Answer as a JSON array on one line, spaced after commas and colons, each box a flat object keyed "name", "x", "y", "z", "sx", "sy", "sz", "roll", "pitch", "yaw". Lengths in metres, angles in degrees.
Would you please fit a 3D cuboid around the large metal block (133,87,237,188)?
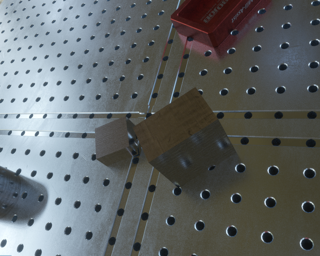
[{"name": "large metal block", "x": 0.030, "y": 0.014, "z": 0.348, "sx": 0.080, "sy": 0.080, "sz": 0.050, "roll": -33, "pitch": 52, "yaw": 6}]

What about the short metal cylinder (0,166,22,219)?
[{"name": "short metal cylinder", "x": -0.261, "y": 0.094, "z": 0.468, "sx": 0.080, "sy": 0.050, "sz": 0.080, "roll": -13, "pitch": 56, "yaw": 20}]

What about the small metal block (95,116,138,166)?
[{"name": "small metal block", "x": -0.061, "y": 0.018, "z": 0.427, "sx": 0.050, "sy": 0.025, "sz": 0.050, "roll": -21, "pitch": 54, "yaw": 15}]

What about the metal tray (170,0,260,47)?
[{"name": "metal tray", "x": 0.091, "y": -0.191, "z": 0.473, "sx": 0.130, "sy": 0.030, "sz": 0.090, "roll": -48, "pitch": 52, "yaw": -6}]
